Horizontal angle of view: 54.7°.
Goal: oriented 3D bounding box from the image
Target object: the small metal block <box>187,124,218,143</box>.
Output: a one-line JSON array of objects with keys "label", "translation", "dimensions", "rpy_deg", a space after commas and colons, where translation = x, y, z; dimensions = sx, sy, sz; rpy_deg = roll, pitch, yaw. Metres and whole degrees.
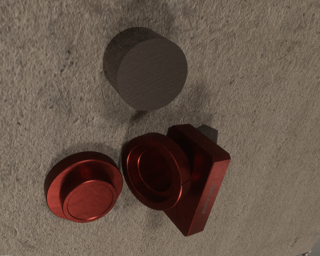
[{"label": "small metal block", "translation": [0.057, 0.029, 0.448], "dimensions": [0.050, 0.025, 0.050], "rpy_deg": [-28, 132, -37]}]

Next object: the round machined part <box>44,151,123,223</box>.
[{"label": "round machined part", "translation": [-0.094, 0.082, 0.396], "dimensions": [0.099, 0.042, 0.097], "rpy_deg": [-14, 125, -21]}]

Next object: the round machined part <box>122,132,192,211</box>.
[{"label": "round machined part", "translation": [0.000, 0.052, 0.400], "dimensions": [0.042, 0.098, 0.097], "rpy_deg": [-21, 131, -48]}]

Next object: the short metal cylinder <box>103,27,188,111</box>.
[{"label": "short metal cylinder", "translation": [-0.017, -0.066, 0.342], "dimensions": [0.081, 0.050, 0.079], "rpy_deg": [-14, 125, -21]}]

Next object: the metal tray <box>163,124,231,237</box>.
[{"label": "metal tray", "translation": [0.038, 0.070, 0.428], "dimensions": [0.030, 0.090, 0.129], "rpy_deg": [-5, 121, -36]}]
